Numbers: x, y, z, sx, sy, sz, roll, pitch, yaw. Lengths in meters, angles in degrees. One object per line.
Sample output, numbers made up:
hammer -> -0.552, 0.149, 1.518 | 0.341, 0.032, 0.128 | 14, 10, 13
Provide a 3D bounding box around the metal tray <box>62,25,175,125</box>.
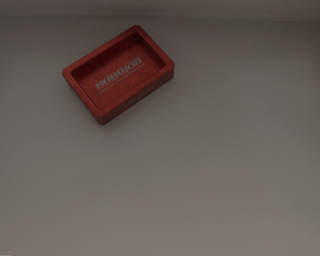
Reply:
metal tray -> -0.056, -0.076, 0.434 | 0.131, 0.030, 0.090 | -36, 74, -13
